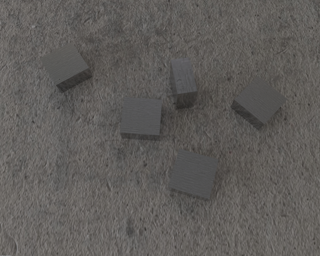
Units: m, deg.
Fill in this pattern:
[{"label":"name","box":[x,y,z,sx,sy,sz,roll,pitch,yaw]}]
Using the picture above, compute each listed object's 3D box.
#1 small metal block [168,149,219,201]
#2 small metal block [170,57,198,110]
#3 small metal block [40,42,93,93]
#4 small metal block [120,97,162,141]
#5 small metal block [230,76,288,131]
[{"label":"small metal block","box":[0.041,0.059,0.387,0.050,0.025,0.050,15,71,5]},{"label":"small metal block","box":[0.030,-0.059,0.416,0.025,0.050,0.050,-9,70,-3]},{"label":"small metal block","box":[-0.132,-0.086,0.438,0.050,0.025,0.050,-31,73,-11]},{"label":"small metal block","box":[-0.024,-0.012,0.412,0.050,0.025,0.050,4,70,1]},{"label":"small metal block","box":[0.134,-0.034,0.421,0.050,0.025,0.050,43,75,14]}]
